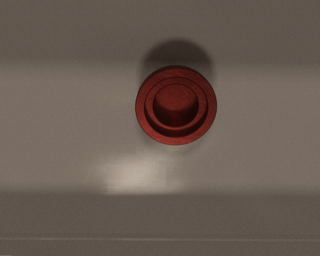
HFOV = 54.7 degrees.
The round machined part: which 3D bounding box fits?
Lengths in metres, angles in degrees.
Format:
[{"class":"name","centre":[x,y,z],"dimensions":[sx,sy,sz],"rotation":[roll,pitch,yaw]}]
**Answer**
[{"class":"round machined part","centre":[0.019,-0.031,0.391],"dimensions":[0.099,0.042,0.097],"rotation":[0,110,-1]}]
